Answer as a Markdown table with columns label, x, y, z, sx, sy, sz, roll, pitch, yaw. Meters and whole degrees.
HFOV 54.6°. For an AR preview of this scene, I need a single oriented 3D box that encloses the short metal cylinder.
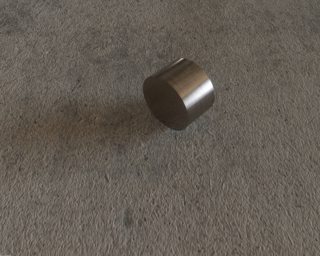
| label | x | y | z | sx | sy | sz | roll | pitch | yaw |
| --- | --- | --- | --- | --- | --- | --- | --- | --- | --- |
| short metal cylinder | 0.024 | -0.043 | 0.404 | 0.080 | 0.080 | 0.050 | 37 | 59 | 27 |
